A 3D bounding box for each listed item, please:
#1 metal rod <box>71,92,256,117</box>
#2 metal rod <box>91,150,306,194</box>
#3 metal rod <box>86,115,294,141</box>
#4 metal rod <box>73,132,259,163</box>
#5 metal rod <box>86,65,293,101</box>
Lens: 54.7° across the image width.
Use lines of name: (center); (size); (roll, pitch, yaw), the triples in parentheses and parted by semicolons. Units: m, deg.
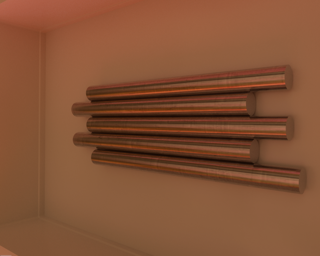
metal rod: (-0.020, -0.028, 0.420); (0.300, 0.025, 0.025); (1, 91, 39)
metal rod: (0.019, 0.048, 0.388); (0.300, 0.025, 0.025); (1, 91, 39)
metal rod: (0.010, -0.002, 0.395); (0.300, 0.025, 0.025); (1, 91, 39)
metal rod: (-0.017, 0.022, 0.417); (0.300, 0.025, 0.025); (1, 91, 39)
metal rod: (0.009, -0.052, 0.396); (0.300, 0.025, 0.025); (1, 91, 39)
